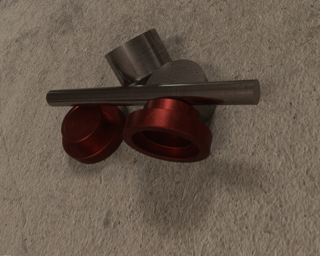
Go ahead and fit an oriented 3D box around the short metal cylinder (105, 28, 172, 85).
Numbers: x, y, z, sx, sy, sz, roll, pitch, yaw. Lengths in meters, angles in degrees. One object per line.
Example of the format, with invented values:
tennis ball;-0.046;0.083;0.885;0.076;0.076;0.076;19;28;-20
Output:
short metal cylinder;-0.030;-0.098;0.437;0.080;0.050;0.080;-28;12;7

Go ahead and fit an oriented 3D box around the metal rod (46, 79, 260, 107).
metal rod;-0.033;-0.039;0.380;0.300;0.025;0.025;2;63;33

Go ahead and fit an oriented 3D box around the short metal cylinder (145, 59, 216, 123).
short metal cylinder;0.026;-0.041;0.398;0.080;0.050;0.080;-13;56;20

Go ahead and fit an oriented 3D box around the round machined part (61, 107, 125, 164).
round machined part;-0.101;-0.001;0.445;0.098;0.042;0.098;-13;56;20

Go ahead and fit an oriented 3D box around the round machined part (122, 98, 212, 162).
round machined part;0.010;0.002;0.350;0.098;0.098;0.042;0;62;28
